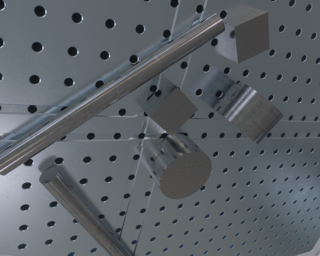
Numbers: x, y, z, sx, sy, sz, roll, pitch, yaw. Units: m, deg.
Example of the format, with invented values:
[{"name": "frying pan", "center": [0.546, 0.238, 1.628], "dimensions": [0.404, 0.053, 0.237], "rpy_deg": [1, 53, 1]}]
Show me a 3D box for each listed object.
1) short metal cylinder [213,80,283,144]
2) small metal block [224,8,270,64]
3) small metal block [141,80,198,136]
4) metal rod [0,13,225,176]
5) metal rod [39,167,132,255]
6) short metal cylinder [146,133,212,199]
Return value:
[{"name": "short metal cylinder", "center": [0.120, -0.021, 0.428], "dimensions": [0.080, 0.080, 0.050], "rpy_deg": [33, 100, -38]}, {"name": "small metal block", "center": [0.111, -0.118, 0.399], "dimensions": [0.050, 0.025, 0.050], "rpy_deg": [-27, 128, -12]}, {"name": "small metal block", "center": [0.013, -0.025, 0.403], "dimensions": [0.050, 0.025, 0.050], "rpy_deg": [-46, 129, 4]}, {"name": "metal rod", "center": [-0.054, -0.042, 0.355], "dimensions": [0.301, 0.025, 0.025], "rpy_deg": [-34, 129, -6]}, {"name": "metal rod", "center": [-0.084, 0.163, 0.465], "dimensions": [0.025, 0.025, 0.299], "rpy_deg": [-31, 129, -8]}, {"name": "short metal cylinder", "center": [0.026, 0.054, 0.443], "dimensions": [0.081, 0.050, 0.079], "rpy_deg": [-14, 124, -21]}]
